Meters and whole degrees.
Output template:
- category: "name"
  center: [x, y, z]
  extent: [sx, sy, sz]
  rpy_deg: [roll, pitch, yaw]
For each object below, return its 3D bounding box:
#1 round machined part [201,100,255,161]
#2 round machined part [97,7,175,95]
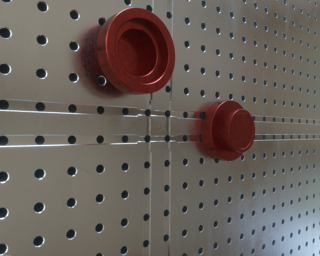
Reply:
- category: "round machined part"
  center: [0.114, 0.004, 0.492]
  extent: [0.099, 0.042, 0.097]
  rpy_deg: [0, 90, -40]
- category: "round machined part"
  center: [-0.032, -0.088, 0.370]
  extent: [0.099, 0.042, 0.097]
  rpy_deg: [0, 90, -40]
